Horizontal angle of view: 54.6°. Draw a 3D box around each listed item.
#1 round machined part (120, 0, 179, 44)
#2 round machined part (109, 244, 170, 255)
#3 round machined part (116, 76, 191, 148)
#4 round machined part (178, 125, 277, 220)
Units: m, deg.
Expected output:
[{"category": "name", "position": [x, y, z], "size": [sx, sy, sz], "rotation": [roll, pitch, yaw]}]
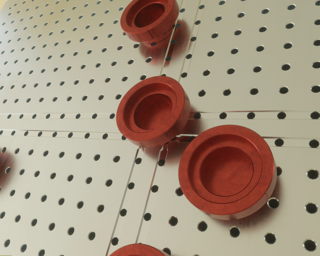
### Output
[{"category": "round machined part", "position": [-0.013, -0.180, 0.516], "size": [0.098, 0.042, 0.098], "rotation": [-13, 56, 21]}, {"category": "round machined part", "position": [-0.017, 0.168, 0.304], "size": [0.098, 0.042, 0.098], "rotation": [-13, 56, 21]}, {"category": "round machined part", "position": [-0.005, -0.018, 0.412], "size": [0.098, 0.042, 0.098], "rotation": [-13, 56, 21]}, {"category": "round machined part", "position": [0.073, 0.049, 0.330], "size": [0.098, 0.042, 0.098], "rotation": [-13, 56, 21]}]
